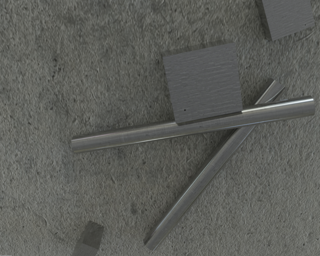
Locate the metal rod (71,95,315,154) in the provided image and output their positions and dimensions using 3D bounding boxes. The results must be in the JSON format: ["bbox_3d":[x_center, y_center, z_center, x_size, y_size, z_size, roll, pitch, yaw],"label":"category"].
[{"bbox_3d":[0.033,-0.002,0.392,0.301,0.025,0.025,-10,110,9],"label":"metal rod"}]

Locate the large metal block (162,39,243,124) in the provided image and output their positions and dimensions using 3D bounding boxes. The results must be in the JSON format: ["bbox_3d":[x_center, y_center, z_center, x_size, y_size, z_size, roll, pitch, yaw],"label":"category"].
[{"bbox_3d":[0.050,-0.058,0.376,0.080,0.050,0.079,-11,110,3],"label":"large metal block"}]

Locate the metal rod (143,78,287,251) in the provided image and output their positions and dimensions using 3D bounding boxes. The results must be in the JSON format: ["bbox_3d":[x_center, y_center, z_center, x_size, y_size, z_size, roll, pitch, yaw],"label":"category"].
[{"bbox_3d":[0.068,0.061,0.433,0.025,0.025,0.299,32,107,-11],"label":"metal rod"}]

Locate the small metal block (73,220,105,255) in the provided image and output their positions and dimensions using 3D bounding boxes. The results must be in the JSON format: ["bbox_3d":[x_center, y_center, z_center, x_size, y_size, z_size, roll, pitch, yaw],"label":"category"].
[{"bbox_3d":[-0.109,0.176,0.460,0.025,0.050,0.050,28,108,-10],"label":"small metal block"}]

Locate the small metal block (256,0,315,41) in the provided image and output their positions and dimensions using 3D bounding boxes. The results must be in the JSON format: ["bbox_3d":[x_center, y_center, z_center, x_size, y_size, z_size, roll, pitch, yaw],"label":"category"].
[{"bbox_3d":[0.146,-0.136,0.362,0.050,0.025,0.050,-20,109,7],"label":"small metal block"}]
